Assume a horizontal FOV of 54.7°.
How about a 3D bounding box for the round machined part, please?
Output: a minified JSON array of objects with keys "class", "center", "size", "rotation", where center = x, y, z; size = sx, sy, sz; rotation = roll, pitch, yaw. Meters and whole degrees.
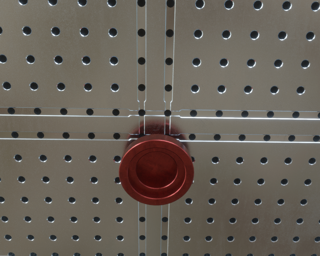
[{"class":"round machined part","center":[-0.005,0.053,0.424],"size":[0.099,0.042,0.097],"rotation":[0,110,-1]}]
